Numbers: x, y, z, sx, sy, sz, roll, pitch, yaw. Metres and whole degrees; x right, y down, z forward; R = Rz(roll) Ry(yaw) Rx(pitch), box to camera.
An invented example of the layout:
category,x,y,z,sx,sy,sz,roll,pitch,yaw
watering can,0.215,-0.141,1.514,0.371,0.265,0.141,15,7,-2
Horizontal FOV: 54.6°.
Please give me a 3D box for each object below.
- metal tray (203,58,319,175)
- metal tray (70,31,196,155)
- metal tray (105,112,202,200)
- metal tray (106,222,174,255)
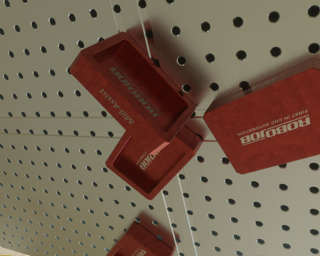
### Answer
category,x,y,z,sx,sy,sz,roll,pitch,yaw
metal tray,0.125,-0.006,0.339,0.130,0.030,0.090,-24,106,36
metal tray,-0.026,-0.043,0.356,0.130,0.090,0.030,46,129,-5
metal tray,-0.013,0.036,0.437,0.090,0.030,0.129,38,129,2
metal tray,-0.044,0.240,0.579,0.090,0.030,0.129,37,129,3
